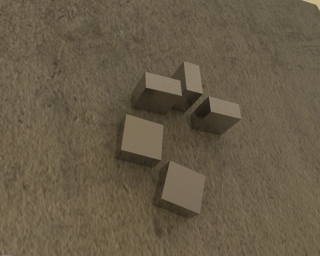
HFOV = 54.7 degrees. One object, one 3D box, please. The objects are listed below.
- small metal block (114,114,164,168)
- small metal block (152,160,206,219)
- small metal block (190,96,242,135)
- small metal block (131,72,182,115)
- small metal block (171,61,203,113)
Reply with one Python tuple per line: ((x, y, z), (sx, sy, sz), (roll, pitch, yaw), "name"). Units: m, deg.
((-0.025, 0.016, 0.382), (0.050, 0.025, 0.050), (17, 55, -19), "small metal block")
((0.024, 0.074, 0.373), (0.050, 0.025, 0.050), (25, 53, -13), "small metal block")
((0.079, -0.016, 0.442), (0.050, 0.050, 0.025), (12, 57, -23), "small metal block")
((-0.006, -0.044, 0.413), (0.050, 0.050, 0.025), (10, 58, -23), "small metal block")
((0.035, -0.058, 0.444), (0.025, 0.050, 0.050), (11, 57, -23), "small metal block")
